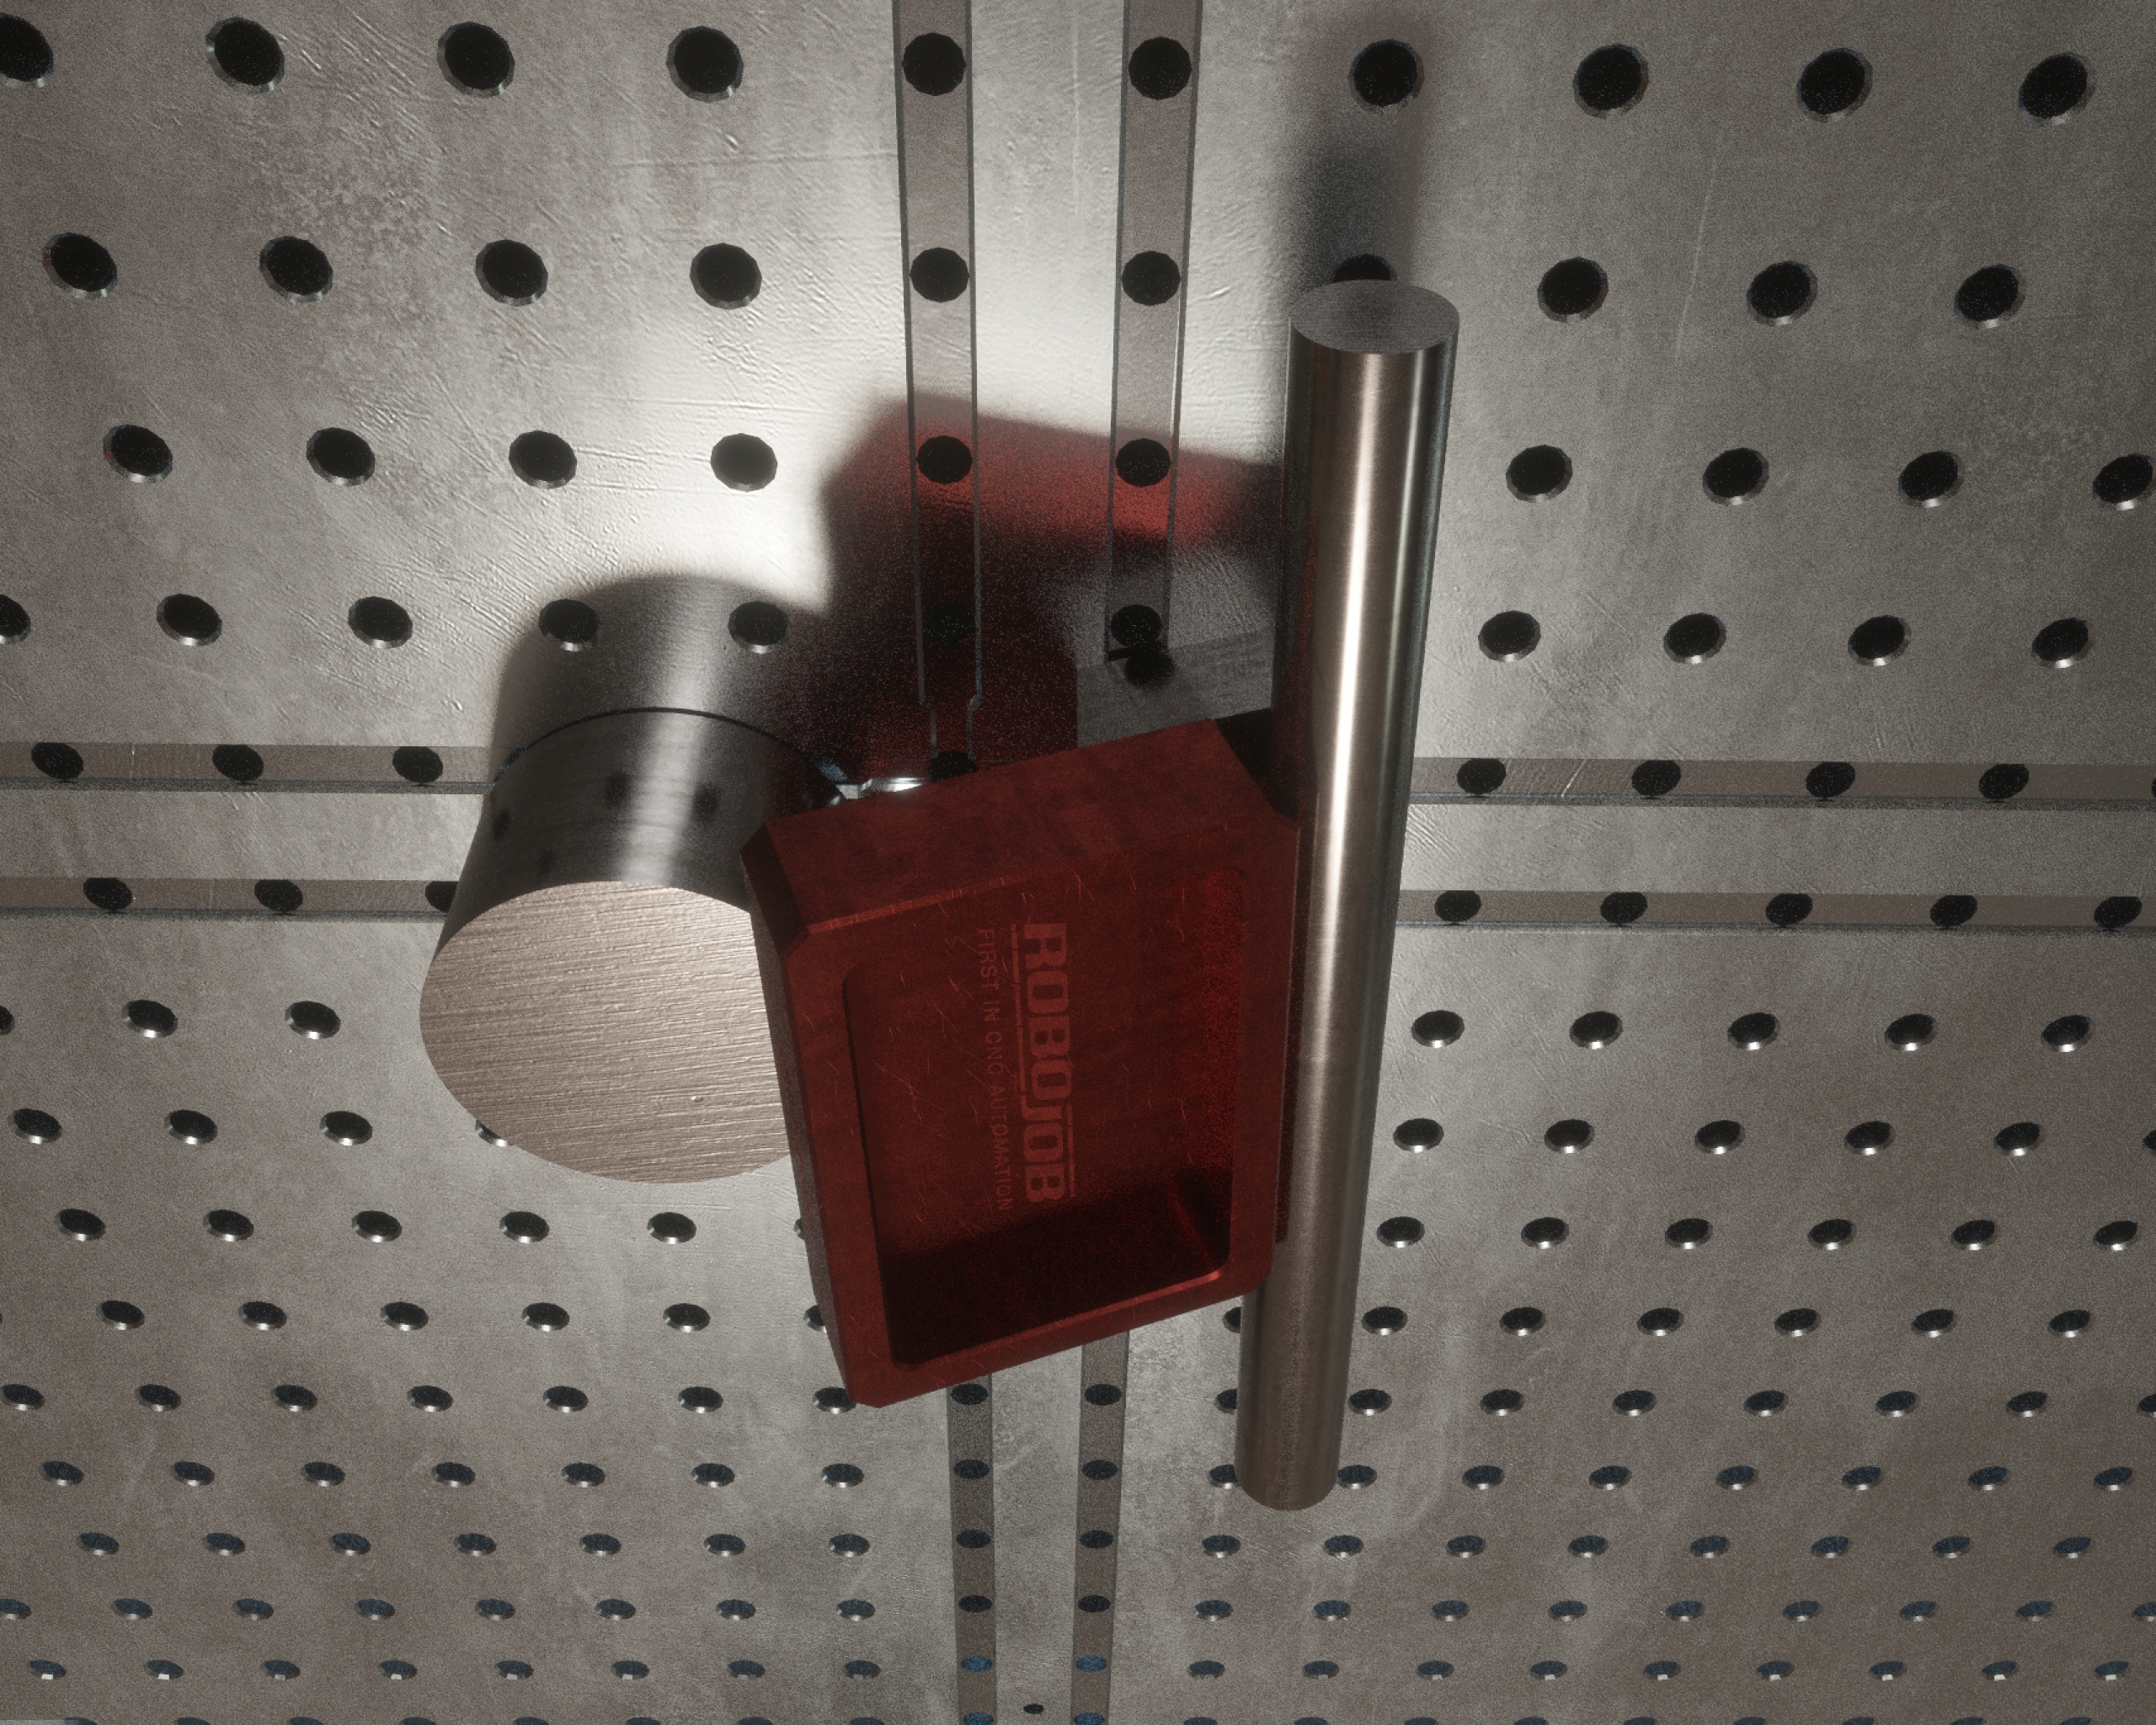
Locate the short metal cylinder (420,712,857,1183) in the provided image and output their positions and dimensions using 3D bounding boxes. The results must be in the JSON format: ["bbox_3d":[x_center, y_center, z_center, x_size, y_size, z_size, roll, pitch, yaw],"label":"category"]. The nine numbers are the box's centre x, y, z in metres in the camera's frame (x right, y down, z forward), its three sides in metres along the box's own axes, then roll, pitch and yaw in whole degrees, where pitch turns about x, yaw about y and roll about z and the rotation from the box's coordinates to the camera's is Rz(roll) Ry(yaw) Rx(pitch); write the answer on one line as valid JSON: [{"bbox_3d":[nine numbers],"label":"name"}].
[{"bbox_3d":[-0.082,0.017,0.408,0.081,0.050,0.079,0,130,0],"label":"short metal cylinder"}]

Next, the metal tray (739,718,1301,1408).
[{"bbox_3d":[-0.008,0.041,0.391,0.091,0.030,0.129,-14,132,-14],"label":"metal tray"}]

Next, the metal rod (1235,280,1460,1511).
[{"bbox_3d":[0.047,0.032,0.406,0.025,0.025,0.298,-1,130,0],"label":"metal rod"}]

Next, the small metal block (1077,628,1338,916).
[{"bbox_3d":[0.031,-0.015,0.399,0.050,0.025,0.050,-12,130,9],"label":"small metal block"}]

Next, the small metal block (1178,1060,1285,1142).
[{"bbox_3d":[0.020,0.052,0.455,0.050,0.025,0.050,32,123,-25],"label":"small metal block"}]
